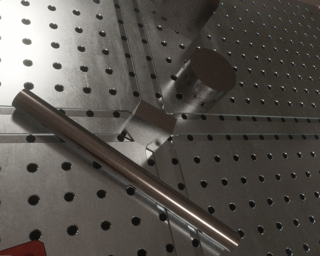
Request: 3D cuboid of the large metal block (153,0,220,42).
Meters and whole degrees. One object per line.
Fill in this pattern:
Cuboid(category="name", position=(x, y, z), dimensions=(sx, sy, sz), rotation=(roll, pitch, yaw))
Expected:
Cuboid(category="large metal block", position=(0.047, -0.210, 0.528), dimensions=(0.080, 0.080, 0.050), rotation=(28, 52, -11))

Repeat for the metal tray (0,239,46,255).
Cuboid(category="metal tray", position=(-0.148, 0.151, 0.233), dimensions=(0.131, 0.030, 0.090), rotation=(-10, 67, -33))

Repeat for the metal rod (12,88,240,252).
Cuboid(category="metal rod", position=(-0.034, 0.052, 0.359), dimensions=(0.301, 0.025, 0.025), rotation=(35, 51, -5))

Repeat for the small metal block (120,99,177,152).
Cuboid(category="small metal block", position=(-0.015, -0.002, 0.387), dimensions=(0.050, 0.050, 0.025), rotation=(29, 52, -11))

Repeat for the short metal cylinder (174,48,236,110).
Cuboid(category="short metal cylinder", position=(0.069, -0.075, 0.478), dimensions=(0.081, 0.050, 0.080), rotation=(14, 56, -21))
